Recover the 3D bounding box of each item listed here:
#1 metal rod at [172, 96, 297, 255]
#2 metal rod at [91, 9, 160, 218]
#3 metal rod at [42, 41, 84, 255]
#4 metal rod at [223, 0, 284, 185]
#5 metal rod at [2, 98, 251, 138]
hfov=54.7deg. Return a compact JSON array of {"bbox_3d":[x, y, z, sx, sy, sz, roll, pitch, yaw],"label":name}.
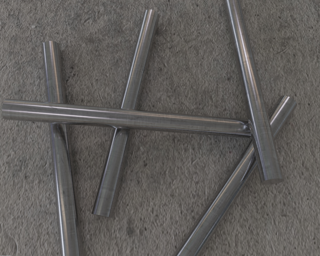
[{"bbox_3d":[0.085,0.077,0.380,0.025,0.025,0.300,35,73,12],"label":"metal rod"},{"bbox_3d":[-0.041,-0.033,0.419,0.025,0.025,0.299,10,70,4],"label":"metal rod"},{"bbox_3d":[-0.128,0.019,0.400,0.025,0.025,0.299,-11,70,-4],"label":"metal rod"},{"bbox_3d":[0.119,-0.073,0.418,0.025,0.025,0.299,-3,64,-1],"label":"metal rod"},{"bbox_3d":[-0.032,-0.011,0.386,0.302,0.025,0.025,4,70,-9],"label":"metal rod"}]
